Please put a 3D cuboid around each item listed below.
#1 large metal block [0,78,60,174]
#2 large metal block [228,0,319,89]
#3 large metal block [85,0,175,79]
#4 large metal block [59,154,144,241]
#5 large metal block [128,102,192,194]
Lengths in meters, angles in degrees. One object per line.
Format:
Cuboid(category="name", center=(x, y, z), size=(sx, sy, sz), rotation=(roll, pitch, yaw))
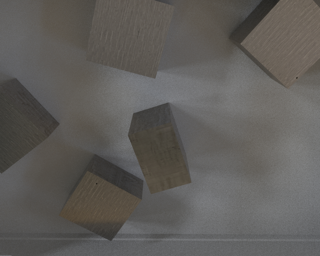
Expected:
Cuboid(category="large metal block", center=(-0.192, -0.003, 0.394), size=(0.080, 0.050, 0.080), rotation=(-36, 107, 12))
Cuboid(category="large metal block", center=(0.142, -0.106, 0.358), size=(0.080, 0.050, 0.080), rotation=(37, 106, -17))
Cuboid(category="large metal block", center=(-0.034, -0.110, 0.357), size=(0.081, 0.050, 0.079), rotation=(14, 109, -6))
Cuboid(category="large metal block", center=(-0.080, 0.097, 0.433), size=(0.080, 0.050, 0.080), rotation=(31, 107, -11))
Cuboid(category="large metal block", center=(0.001, 0.022, 0.390), size=(0.050, 0.080, 0.080), rotation=(-17, 109, 6))
